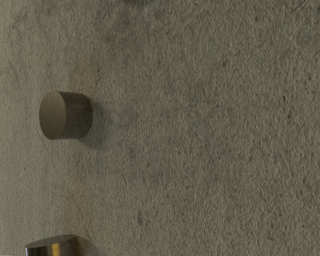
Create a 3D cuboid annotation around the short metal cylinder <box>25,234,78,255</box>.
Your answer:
[{"bbox_3d":[-0.180,0.214,0.518,0.080,0.081,0.050,-15,80,39],"label":"short metal cylinder"}]

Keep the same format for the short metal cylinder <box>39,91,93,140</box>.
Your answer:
[{"bbox_3d":[-0.159,-0.021,0.520,0.080,0.050,0.080,0,90,40],"label":"short metal cylinder"}]
